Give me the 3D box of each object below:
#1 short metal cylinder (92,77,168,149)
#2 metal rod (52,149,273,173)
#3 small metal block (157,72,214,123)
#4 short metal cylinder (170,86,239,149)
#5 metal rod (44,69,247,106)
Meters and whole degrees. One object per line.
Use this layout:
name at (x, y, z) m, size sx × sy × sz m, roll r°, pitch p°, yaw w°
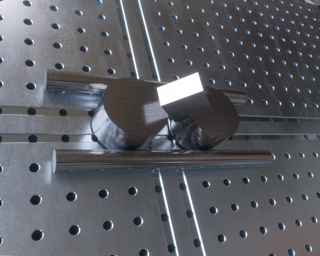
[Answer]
short metal cylinder at (-0.037, -0.014, 0.377) m, size 0.081 × 0.050 × 0.080 m, roll 14°, pitch 56°, yaw -21°
metal rod at (0.024, 0.040, 0.392) m, size 0.303 × 0.025 × 0.025 m, roll 2°, pitch 61°, yaw -27°
small metal block at (0.031, -0.034, 0.366) m, size 0.050 × 0.050 × 0.025 m, roll 45°, pitch 29°, yaw -59°
short metal cylinder at (0.060, -0.011, 0.427) m, size 0.081 × 0.050 × 0.080 m, roll 14°, pitch 56°, yaw -21°
metal rod at (-0.001, -0.053, 0.436) m, size 0.303 × 0.025 × 0.025 m, roll 2°, pitch 61°, yaw -27°
